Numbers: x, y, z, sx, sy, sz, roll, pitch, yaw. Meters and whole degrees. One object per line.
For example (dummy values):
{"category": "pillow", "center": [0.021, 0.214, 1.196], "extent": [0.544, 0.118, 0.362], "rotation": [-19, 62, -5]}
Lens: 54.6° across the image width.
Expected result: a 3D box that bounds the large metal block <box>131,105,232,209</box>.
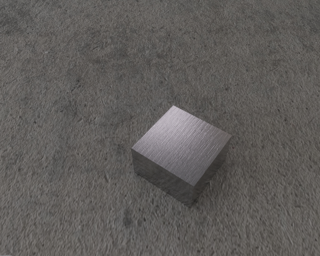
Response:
{"category": "large metal block", "center": [0.025, 0.031, 0.361], "extent": [0.080, 0.050, 0.080], "rotation": [29, 56, 22]}
